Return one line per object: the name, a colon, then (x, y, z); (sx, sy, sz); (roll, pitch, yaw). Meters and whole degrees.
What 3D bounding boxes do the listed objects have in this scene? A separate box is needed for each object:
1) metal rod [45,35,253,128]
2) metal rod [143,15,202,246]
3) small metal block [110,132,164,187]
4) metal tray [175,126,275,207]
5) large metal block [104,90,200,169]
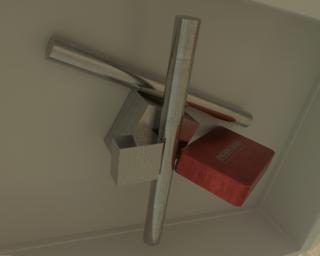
metal rod: (0.012, -0.045, 0.388); (0.302, 0.025, 0.025); (15, 110, -35)
metal rod: (0.008, 0.025, 0.364); (0.025, 0.025, 0.298); (-6, 121, -26)
small metal block: (-0.027, 0.035, 0.350); (0.050, 0.025, 0.050); (-7, 121, -26)
metal tray: (0.089, 0.043, 0.408); (0.131, 0.090, 0.030); (-25, 136, -55)
large metal block: (-0.011, 0.006, 0.390); (0.080, 0.050, 0.080); (19, 108, -36)
